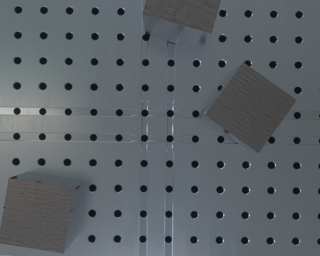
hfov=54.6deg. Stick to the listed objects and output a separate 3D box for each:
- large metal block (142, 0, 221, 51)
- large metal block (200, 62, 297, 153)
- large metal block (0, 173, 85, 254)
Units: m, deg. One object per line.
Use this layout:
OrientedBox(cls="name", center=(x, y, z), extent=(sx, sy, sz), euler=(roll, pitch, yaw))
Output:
OrientedBox(cls="large metal block", center=(0.026, -0.140, 0.386), extent=(0.080, 0.080, 0.050), euler=(16, 90, 0))
OrientedBox(cls="large metal block", center=(0.111, -0.025, 0.402), extent=(0.080, 0.050, 0.080), euler=(36, 90, 0))
OrientedBox(cls="large metal block", center=(-0.150, 0.106, 0.400), extent=(0.080, 0.050, 0.080), euler=(9, 90, 0))
